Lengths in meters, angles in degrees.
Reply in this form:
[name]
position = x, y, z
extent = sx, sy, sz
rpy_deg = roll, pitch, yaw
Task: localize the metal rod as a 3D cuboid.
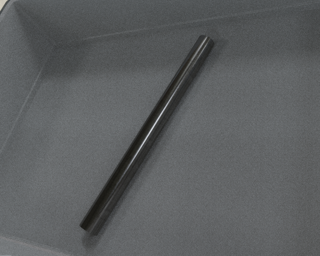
[metal rod]
position = -0.010, -0.001, 0.409
extent = 0.025, 0.025, 0.300
rpy_deg = 22, 73, 36
